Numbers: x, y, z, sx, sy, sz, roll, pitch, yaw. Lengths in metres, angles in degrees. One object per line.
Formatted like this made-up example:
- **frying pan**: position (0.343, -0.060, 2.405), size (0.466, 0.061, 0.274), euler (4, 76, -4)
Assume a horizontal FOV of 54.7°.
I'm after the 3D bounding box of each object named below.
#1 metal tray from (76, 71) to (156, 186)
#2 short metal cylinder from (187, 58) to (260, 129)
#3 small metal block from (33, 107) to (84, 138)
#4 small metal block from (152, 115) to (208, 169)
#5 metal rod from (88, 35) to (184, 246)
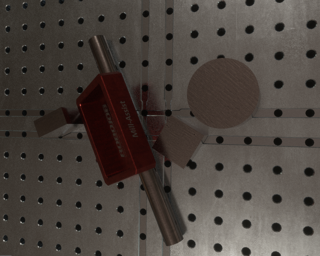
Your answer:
- **metal tray**: position (-0.062, 0.003, 0.406), size (0.090, 0.030, 0.129), euler (-30, 79, 51)
- **short metal cylinder**: position (0.078, -0.039, 0.372), size (0.080, 0.050, 0.079), euler (0, 90, 19)
- **small metal block**: position (-0.143, -0.008, 0.448), size (0.050, 0.050, 0.025), euler (-24, 83, 18)
- **small metal block**: position (0.026, 0.017, 0.403), size (0.050, 0.025, 0.050), euler (33, 100, 16)
- **metal rod**: position (-0.036, 0.011, 0.424), size (0.025, 0.025, 0.299), euler (-24, 82, 18)
